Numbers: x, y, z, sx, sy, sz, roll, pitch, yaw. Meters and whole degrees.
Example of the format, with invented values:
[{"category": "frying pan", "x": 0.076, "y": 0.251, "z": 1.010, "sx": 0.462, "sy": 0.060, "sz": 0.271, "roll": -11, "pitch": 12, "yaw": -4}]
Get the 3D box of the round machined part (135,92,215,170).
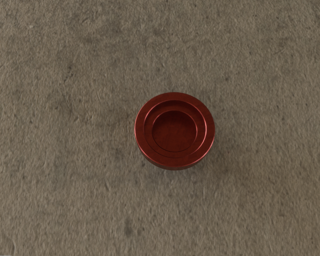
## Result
[{"category": "round machined part", "x": 0.018, "y": 0.007, "z": 0.397, "sx": 0.099, "sy": 0.042, "sz": 0.098, "roll": 0, "pitch": 70, "yaw": -1}]
